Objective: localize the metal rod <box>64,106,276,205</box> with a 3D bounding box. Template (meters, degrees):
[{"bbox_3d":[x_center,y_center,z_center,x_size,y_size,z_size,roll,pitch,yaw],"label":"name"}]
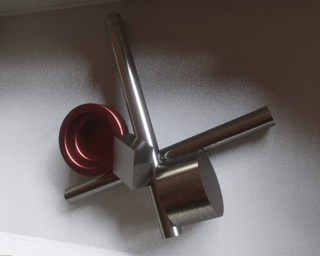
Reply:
[{"bbox_3d":[-0.001,0.043,0.408,0.300,0.025,0.025,-24,82,18],"label":"metal rod"}]

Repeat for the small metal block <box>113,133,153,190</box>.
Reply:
[{"bbox_3d":[-0.034,0.039,0.376,0.050,0.025,0.050,29,120,50],"label":"small metal block"}]

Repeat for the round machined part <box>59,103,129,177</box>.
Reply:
[{"bbox_3d":[-0.086,0.016,0.430,0.098,0.042,0.097,0,90,19],"label":"round machined part"}]

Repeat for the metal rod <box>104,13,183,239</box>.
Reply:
[{"bbox_3d":[-0.026,-0.013,0.398,0.025,0.025,0.299,-20,76,18],"label":"metal rod"}]

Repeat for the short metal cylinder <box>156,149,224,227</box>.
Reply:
[{"bbox_3d":[0.037,0.071,0.366,0.050,0.080,0.080,-21,83,18],"label":"short metal cylinder"}]
